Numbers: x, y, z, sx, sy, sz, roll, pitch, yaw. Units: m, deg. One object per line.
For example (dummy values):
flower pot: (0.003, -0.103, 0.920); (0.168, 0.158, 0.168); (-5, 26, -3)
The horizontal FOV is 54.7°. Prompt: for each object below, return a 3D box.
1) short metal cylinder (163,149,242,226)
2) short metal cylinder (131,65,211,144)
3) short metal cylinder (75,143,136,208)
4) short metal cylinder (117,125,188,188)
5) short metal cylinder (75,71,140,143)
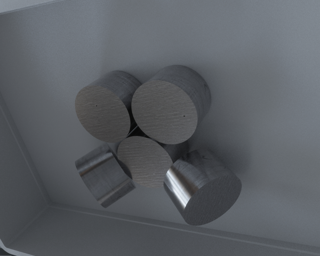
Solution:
short metal cylinder: (0.052, 0.072, 0.379); (0.050, 0.081, 0.079); (51, 143, 46)
short metal cylinder: (0.014, -0.028, 0.365); (0.080, 0.050, 0.079); (13, 124, 20)
short metal cylinder: (-0.077, 0.067, 0.444); (0.050, 0.080, 0.080); (-33, 104, -7)
short metal cylinder: (-0.009, 0.033, 0.412); (0.080, 0.050, 0.079); (13, 124, 20)
short metal cylinder: (-0.062, -0.028, 0.403); (0.080, 0.050, 0.079); (13, 124, 20)
